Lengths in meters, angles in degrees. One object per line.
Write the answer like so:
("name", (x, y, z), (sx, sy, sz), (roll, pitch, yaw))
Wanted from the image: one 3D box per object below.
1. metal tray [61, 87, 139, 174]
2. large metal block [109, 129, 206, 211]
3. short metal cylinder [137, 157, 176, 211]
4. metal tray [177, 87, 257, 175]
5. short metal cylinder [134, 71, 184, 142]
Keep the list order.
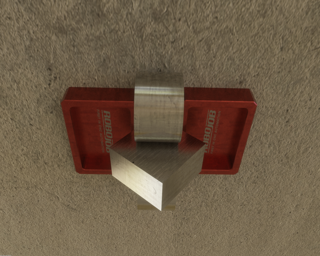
("metal tray", (-0.073, 0.008, 0.412), (0.091, 0.030, 0.129), (1, 130, -1))
("large metal block", (-0.003, 0.039, 0.379), (0.080, 0.080, 0.050), (30, 138, 28))
("short metal cylinder", (-0.005, 0.075, 0.436), (0.050, 0.080, 0.079), (2, 130, -2))
("metal tray", (0.068, 0.008, 0.414), (0.091, 0.030, 0.129), (1, 130, -1))
("short metal cylinder", (-0.002, -0.024, 0.352), (0.050, 0.080, 0.079), (2, 130, -2))
